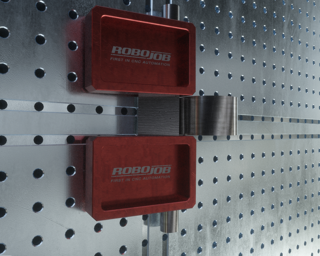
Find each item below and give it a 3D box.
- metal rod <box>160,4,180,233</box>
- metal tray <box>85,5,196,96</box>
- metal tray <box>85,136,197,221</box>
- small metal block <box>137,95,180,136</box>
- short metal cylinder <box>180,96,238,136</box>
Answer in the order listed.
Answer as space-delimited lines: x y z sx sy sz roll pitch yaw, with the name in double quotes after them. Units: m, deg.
0.013 -0.013 0.415 0.025 0.025 0.298 0 90 -40 "metal rod"
-0.020 -0.085 0.366 0.131 0.030 0.089 0 90 -28 "metal tray"
-0.019 0.054 0.367 0.131 0.030 0.089 0 90 -28 "metal tray"
-0.003 -0.015 0.388 0.050 0.025 0.050 1 90 -9 "small metal block"
0.065 -0.016 0.424 0.081 0.080 0.050 0 90 -40 "short metal cylinder"
